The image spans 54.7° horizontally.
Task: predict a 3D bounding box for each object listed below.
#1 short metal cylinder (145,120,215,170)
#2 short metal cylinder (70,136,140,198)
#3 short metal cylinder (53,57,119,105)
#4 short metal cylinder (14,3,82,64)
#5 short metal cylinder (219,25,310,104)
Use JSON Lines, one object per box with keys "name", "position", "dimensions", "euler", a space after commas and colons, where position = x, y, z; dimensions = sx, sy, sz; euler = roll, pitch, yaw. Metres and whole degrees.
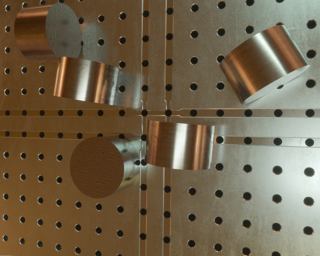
{"name": "short metal cylinder", "position": [0.023, 0.019, 0.375], "dimensions": [0.080, 0.080, 0.050], "euler": [6, 92, 19]}
{"name": "short metal cylinder", "position": [-0.074, 0.051, 0.424], "dimensions": [0.080, 0.050, 0.079], "euler": [0, 90, 19]}
{"name": "short metal cylinder", "position": [-0.098, -0.062, 0.417], "dimensions": [0.080, 0.080, 0.050], "euler": [11, 94, 19]}
{"name": "short metal cylinder", "position": [-0.154, -0.132, 0.436], "dimensions": [0.050, 0.080, 0.079], "euler": [2, 91, 20]}
{"name": "short metal cylinder", "position": [0.114, -0.068, 0.343], "dimensions": [0.080, 0.080, 0.050], "euler": [-31, 80, 17]}
